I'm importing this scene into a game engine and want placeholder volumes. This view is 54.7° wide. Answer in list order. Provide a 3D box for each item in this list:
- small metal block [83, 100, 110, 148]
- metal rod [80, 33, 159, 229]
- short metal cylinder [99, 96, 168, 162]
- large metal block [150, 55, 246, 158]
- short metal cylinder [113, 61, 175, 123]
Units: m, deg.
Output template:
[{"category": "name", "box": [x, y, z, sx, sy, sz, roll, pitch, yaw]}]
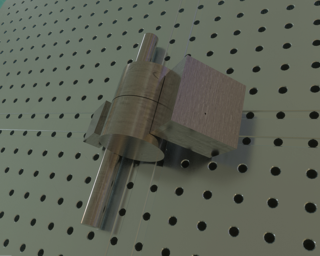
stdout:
[{"category": "small metal block", "box": [-0.080, -0.004, 0.434, 0.050, 0.025, 0.050, -29, 41, 56]}, {"category": "metal rod", "box": [-0.049, -0.013, 0.436, 0.025, 0.025, 0.300, 1, 62, 28]}, {"category": "short metal cylinder", "box": [-0.028, 0.003, 0.380, 0.080, 0.080, 0.050, 1, 62, 28]}, {"category": "large metal block", "box": [0.044, -0.021, 0.349, 0.050, 0.080, 0.080, -32, 39, 59]}, {"category": "short metal cylinder", "box": [-0.016, -0.042, 0.402, 0.080, 0.080, 0.050, 1, 62, 28]}]
